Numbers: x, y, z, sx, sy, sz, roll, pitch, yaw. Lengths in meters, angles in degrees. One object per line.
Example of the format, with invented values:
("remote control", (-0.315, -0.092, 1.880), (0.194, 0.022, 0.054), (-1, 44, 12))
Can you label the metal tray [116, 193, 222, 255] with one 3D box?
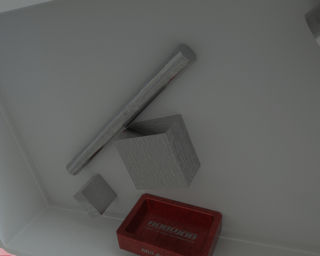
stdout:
("metal tray", (0.015, 0.148, 0.448), (0.130, 0.090, 0.030), (9, 122, 23))

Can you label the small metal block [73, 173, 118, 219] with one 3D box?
("small metal block", (-0.107, 0.113, 0.517), (0.025, 0.050, 0.050), (-31, 102, 37))

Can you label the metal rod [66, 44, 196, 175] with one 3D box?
("metal rod", (-0.058, -0.007, 0.433), (0.025, 0.025, 0.299), (46, 129, -4))

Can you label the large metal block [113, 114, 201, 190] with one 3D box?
("large metal block", (-0.002, 0.034, 0.413), (0.080, 0.050, 0.080), (-10, 114, 32))

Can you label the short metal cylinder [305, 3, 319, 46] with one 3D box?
("short metal cylinder", (0.161, -0.075, 0.242), (0.080, 0.080, 0.050), (49, 128, -7))
